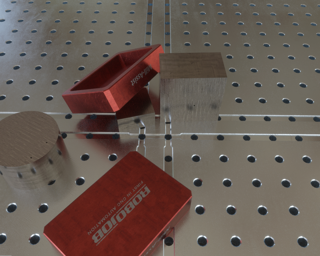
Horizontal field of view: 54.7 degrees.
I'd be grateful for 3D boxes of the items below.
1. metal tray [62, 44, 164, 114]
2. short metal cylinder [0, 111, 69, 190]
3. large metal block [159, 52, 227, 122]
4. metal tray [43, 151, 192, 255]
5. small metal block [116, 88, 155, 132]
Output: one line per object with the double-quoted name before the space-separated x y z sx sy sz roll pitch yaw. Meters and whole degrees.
"metal tray" -0.059 -0.069 0.428 0.090 0.030 0.131 1 37 38
"short metal cylinder" -0.155 0.026 0.368 0.081 0.050 0.080 0 50 0
"large metal block" 0.040 -0.053 0.417 0.081 0.080 0.050 -1 50 -2
"metal tray" -0.040 0.093 0.325 0.090 0.030 0.131 34 57 24
"small metal block" -0.037 -0.026 0.429 0.050 0.025 0.050 -12 51 -10
